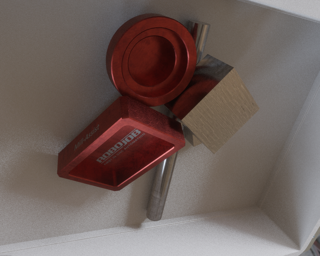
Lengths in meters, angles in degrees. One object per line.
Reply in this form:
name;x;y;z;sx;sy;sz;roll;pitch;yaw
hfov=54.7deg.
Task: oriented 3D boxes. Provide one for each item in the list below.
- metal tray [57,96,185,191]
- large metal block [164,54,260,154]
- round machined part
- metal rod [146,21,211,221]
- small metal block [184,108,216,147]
metal tray;-0.047;0.025;0.362;0.090;0.030;0.130;25;130;-38
large metal block;0.062;-0.028;0.378;0.080;0.050;0.080;-45;131;2
round machined part;-0.012;-0.076;0.343;0.099;0.042;0.097;-12;121;-21
metal rod;0.019;0.008;0.425;0.025;0.025;0.298;-3;120;-28
small metal block;0.061;-0.008;0.439;0.050;0.025;0.050;-22;127;-16
